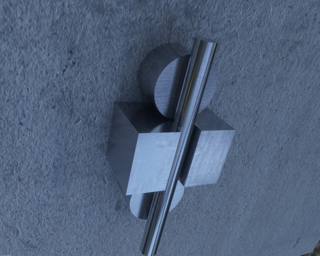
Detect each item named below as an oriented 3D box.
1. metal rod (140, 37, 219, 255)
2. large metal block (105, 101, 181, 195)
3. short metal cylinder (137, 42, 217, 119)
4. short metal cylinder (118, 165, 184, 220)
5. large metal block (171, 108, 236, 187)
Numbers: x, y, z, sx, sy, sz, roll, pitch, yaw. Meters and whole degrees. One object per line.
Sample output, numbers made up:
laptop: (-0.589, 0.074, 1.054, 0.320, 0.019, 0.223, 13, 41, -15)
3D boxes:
metal rod: (0.016, 0.041, 0.377, 0.025, 0.025, 0.298, -1, 119, -28)
large metal block: (-0.024, 0.021, 0.372, 0.050, 0.080, 0.079, -1, 119, -28)
short metal cylinder: (0.020, -0.056, 0.368, 0.081, 0.050, 0.079, -14, 124, -21)
short metal cylinder: (-0.013, 0.081, 0.436, 0.081, 0.050, 0.079, -14, 124, -21)
large metal block: (0.044, 0.019, 0.408, 0.050, 0.080, 0.079, -1, 119, -28)
